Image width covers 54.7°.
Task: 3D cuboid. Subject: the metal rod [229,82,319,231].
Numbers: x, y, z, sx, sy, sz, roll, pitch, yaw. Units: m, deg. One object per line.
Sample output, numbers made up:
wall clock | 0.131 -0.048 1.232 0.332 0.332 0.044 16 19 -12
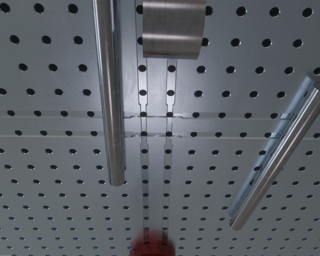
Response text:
metal rod | 0.167 0.063 0.466 0.025 0.025 0.298 9 130 -8

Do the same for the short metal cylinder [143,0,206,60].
short metal cylinder | 0.011 -0.104 0.287 0.050 0.080 0.079 2 130 -2

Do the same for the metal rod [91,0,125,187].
metal rod | -0.060 -0.033 0.382 0.025 0.025 0.298 2 130 -2

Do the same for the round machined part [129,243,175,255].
round machined part | -0.016 0.284 0.642 0.099 0.042 0.097 0 130 0
